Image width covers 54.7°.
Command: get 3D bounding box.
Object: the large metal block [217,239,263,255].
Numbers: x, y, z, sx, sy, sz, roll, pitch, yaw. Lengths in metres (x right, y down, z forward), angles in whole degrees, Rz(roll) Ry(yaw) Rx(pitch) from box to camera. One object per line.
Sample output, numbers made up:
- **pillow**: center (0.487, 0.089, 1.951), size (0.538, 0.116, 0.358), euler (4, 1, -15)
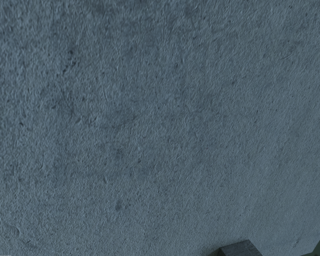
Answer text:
- **large metal block**: center (0.163, 0.294, 0.662), size (0.081, 0.050, 0.079), euler (-2, 120, -28)
